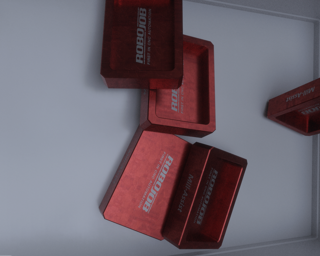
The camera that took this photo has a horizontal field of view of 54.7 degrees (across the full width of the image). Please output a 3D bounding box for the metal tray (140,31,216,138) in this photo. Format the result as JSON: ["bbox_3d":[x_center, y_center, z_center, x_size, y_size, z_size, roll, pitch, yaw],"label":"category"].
[{"bbox_3d":[0.024,-0.057,0.400,0.091,0.030,0.129,8,72,-20],"label":"metal tray"}]

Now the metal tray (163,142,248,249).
[{"bbox_3d":[0.063,0.092,0.411,0.090,0.030,0.129,21,86,-42],"label":"metal tray"}]

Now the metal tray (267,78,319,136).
[{"bbox_3d":[0.232,-0.030,0.441,0.091,0.130,0.030,22,68,-19],"label":"metal tray"}]

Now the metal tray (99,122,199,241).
[{"bbox_3d":[-0.010,0.068,0.405,0.090,0.030,0.130,28,81,-18],"label":"metal tray"}]

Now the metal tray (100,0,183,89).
[{"bbox_3d":[-0.019,-0.112,0.368,0.091,0.030,0.129,1,73,-1],"label":"metal tray"}]
